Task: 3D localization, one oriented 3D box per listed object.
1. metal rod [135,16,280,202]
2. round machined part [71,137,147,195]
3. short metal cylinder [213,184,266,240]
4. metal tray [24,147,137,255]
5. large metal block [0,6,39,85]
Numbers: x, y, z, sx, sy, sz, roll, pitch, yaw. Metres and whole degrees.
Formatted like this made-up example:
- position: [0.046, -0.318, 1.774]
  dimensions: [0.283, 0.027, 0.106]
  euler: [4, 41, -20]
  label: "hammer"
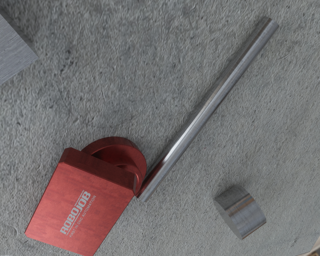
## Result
- position: [0.058, -0.019, 0.428]
  dimensions: [0.025, 0.025, 0.299]
  euler: [28, 103, -38]
  label: "metal rod"
- position: [-0.062, 0.063, 0.402]
  dimensions: [0.099, 0.042, 0.097]
  euler: [-14, 125, -21]
  label: "round machined part"
- position: [0.138, 0.146, 0.540]
  dimensions: [0.050, 0.080, 0.080]
  euler: [-32, 129, -8]
  label: "short metal cylinder"
- position: [-0.097, 0.094, 0.375]
  dimensions: [0.090, 0.030, 0.129]
  euler: [26, 116, -14]
  label: "metal tray"
- position: [-0.164, -0.073, 0.256]
  dimensions: [0.080, 0.050, 0.080]
  euler: [-37, 130, -4]
  label: "large metal block"
